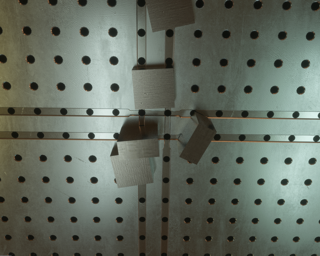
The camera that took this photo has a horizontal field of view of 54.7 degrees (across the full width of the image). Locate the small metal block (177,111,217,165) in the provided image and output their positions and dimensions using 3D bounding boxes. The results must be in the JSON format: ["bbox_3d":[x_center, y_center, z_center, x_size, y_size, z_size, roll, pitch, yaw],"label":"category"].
[{"bbox_3d":[0.047,0.012,0.405,0.025,0.050,0.050,25,108,-9],"label":"small metal block"}]

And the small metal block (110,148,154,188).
[{"bbox_3d":[-0.038,0.053,0.432,0.050,0.025,0.050,-9,110,3],"label":"small metal block"}]

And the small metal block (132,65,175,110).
[{"bbox_3d":[-0.008,-0.052,0.394,0.050,0.025,0.050,-3,110,0],"label":"small metal block"}]

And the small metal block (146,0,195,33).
[{"bbox_3d":[0.011,-0.143,0.361,0.050,0.025,0.050,-12,110,4],"label":"small metal block"}]

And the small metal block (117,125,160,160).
[{"bbox_3d":[-0.027,0.018,0.406,0.050,0.050,0.025,-5,110,1],"label":"small metal block"}]
